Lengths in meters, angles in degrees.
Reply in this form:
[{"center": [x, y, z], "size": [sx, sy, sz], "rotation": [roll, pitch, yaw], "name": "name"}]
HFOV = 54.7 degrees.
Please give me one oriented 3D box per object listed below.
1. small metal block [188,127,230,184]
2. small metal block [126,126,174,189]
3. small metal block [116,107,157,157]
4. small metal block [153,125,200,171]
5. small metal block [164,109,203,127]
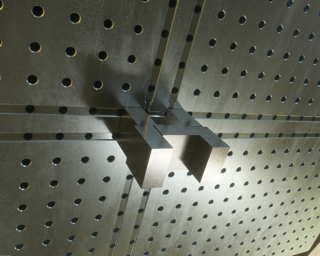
[{"center": [0.053, 0.032, 0.379], "size": [0.025, 0.050, 0.050], "rotation": [1, 118, -29], "name": "small metal block"}, {"center": [-0.013, 0.031, 0.342], "size": [0.025, 0.050, 0.050], "rotation": [1, 118, -29], "name": "small metal block"}, {"center": [-0.030, 0.008, 0.384], "size": [0.025, 0.050, 0.050], "rotation": [1, 118, -29], "name": "small metal block"}, {"center": [0.014, 0.024, 0.371], "size": [0.050, 0.025, 0.050], "rotation": [1, 118, -29], "name": "small metal block"}, {"center": [0.027, 0.008, 0.416], "size": [0.025, 0.050, 0.050], "rotation": [-1, 119, -29], "name": "small metal block"}]
